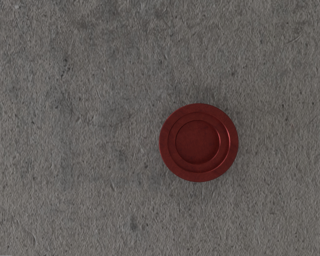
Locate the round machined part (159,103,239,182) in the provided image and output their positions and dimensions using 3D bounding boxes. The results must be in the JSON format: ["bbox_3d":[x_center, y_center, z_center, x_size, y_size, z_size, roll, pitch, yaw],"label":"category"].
[{"bbox_3d":[0.048,0.018,0.402,0.099,0.042,0.097,0,90,0],"label":"round machined part"}]
